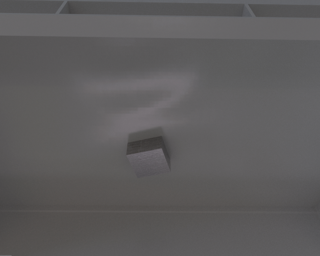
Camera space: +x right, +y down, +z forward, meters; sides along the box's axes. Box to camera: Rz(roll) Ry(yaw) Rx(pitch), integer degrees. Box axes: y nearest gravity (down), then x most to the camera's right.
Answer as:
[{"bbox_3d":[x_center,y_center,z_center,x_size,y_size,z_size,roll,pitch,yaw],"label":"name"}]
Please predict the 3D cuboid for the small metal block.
[{"bbox_3d":[-0.015,0.042,0.445,0.050,0.025,0.050,-12,129,10],"label":"small metal block"}]
